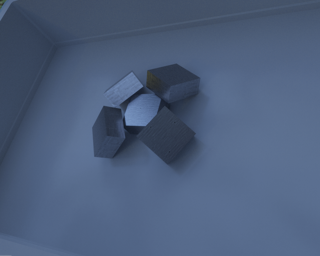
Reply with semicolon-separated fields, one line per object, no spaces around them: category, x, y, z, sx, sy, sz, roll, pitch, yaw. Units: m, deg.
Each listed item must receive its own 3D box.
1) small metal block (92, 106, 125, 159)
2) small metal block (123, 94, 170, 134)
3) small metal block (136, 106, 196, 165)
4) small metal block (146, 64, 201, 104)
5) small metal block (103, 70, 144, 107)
small metal block;-0.071;0.006;0.422;0.050;0.025;0.050;-53;39;42
small metal block;-0.019;-0.019;0.424;0.050;0.025;0.050;2;62;29
small metal block;0.007;0.010;0.379;0.050;0.025;0.050;42;84;4
small metal block;0.017;-0.061;0.416;0.050;0.025;0.050;-20;43;-32
small metal block;-0.052;-0.058;0.450;0.050;0.025;0.050;-37;14;4
